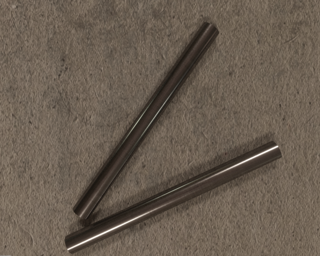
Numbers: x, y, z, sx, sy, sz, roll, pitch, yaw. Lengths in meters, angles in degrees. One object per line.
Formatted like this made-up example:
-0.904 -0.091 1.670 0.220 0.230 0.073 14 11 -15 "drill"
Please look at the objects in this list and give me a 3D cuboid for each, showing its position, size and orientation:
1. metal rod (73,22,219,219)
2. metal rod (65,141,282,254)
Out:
-0.018 -0.010 0.409 0.025 0.025 0.299 35 90 -1 "metal rod"
0.018 0.091 0.410 0.301 0.025 0.025 -25 90 -1 "metal rod"
